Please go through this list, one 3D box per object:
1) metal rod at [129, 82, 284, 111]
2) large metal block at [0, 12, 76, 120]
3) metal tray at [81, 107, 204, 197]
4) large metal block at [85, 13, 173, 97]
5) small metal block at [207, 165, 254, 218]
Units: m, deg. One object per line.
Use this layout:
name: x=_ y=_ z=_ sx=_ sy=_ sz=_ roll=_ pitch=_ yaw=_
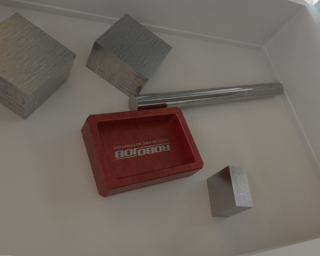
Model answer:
metal rod: x=0.091 y=-0.051 z=0.487 sx=0.303 sy=0.025 sz=0.025 roll=-9 pitch=67 yaw=-33
large metal block: x=-0.157 y=-0.070 z=0.349 sx=0.080 sy=0.050 sz=0.080 roll=36 pitch=51 yaw=-5
metal tray: x=-0.019 y=0.024 z=0.378 sx=0.131 sy=0.030 sz=0.090 roll=-8 pitch=66 yaw=-32
large metal block: x=-0.042 y=-0.099 z=0.429 sx=0.080 sy=0.050 sz=0.080 roll=36 pitch=51 yaw=-5
small metal block: x=0.086 y=0.081 z=0.389 sx=0.025 sy=0.050 sz=0.050 roll=10 pitch=57 yaw=-23
